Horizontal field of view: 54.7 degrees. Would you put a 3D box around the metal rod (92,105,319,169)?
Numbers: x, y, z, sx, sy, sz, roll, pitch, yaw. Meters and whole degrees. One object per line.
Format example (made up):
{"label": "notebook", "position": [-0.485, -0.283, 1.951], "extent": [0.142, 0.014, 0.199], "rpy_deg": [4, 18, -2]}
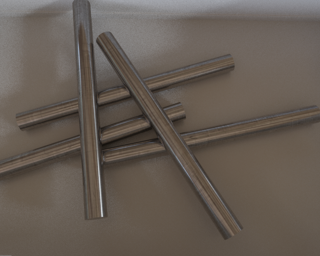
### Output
{"label": "metal rod", "position": [0.063, 0.011, 0.406], "extent": [0.302, 0.025, 0.025], "rpy_deg": [-12, 71, -5]}

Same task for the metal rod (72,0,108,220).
{"label": "metal rod", "position": [-0.092, -0.038, 0.394], "extent": [0.025, 0.025, 0.299], "rpy_deg": [-8, 70, -3]}

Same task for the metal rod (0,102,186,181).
{"label": "metal rod", "position": [-0.112, 0.024, 0.399], "extent": [0.302, 0.025, 0.025], "rpy_deg": [-18, 71, -7]}

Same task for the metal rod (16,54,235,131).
{"label": "metal rod", "position": [-0.042, -0.051, 0.427], "extent": [0.302, 0.025, 0.025], "rpy_deg": [-17, 71, -7]}

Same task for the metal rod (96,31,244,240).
{"label": "metal rod", "position": [0.002, -0.004, 0.383], "extent": [0.025, 0.025, 0.299], "rpy_deg": [-30, 73, -11]}
